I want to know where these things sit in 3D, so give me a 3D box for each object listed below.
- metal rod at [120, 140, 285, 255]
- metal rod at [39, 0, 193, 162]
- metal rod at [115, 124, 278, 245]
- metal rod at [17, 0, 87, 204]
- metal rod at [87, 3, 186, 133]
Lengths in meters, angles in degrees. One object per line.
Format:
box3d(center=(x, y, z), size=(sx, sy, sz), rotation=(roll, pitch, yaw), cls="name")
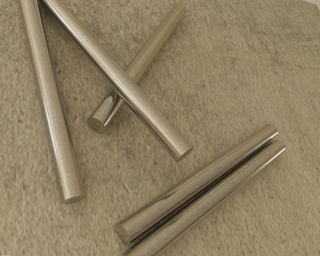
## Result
box3d(center=(0.076, 0.083, 0.396), size=(0.302, 0.025, 0.025), rotation=(-26, 76, -37), cls="metal rod")
box3d(center=(-0.067, -0.078, 0.388), size=(0.025, 0.025, 0.300), rotation=(-28, 69, -38), cls="metal rod")
box3d(center=(0.070, 0.057, 0.408), size=(0.302, 0.025, 0.025), rotation=(-26, 76, -37), cls="metal rod")
box3d(center=(-0.135, -0.058, 0.367), size=(0.025, 0.025, 0.299), rotation=(-7, 65, -32), cls="metal rod")
box3d(center=(-0.020, -0.107, 0.459), size=(0.025, 0.025, 0.301), rotation=(33, 51, -7), cls="metal rod")
